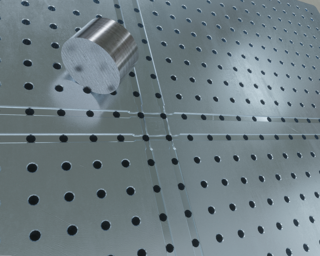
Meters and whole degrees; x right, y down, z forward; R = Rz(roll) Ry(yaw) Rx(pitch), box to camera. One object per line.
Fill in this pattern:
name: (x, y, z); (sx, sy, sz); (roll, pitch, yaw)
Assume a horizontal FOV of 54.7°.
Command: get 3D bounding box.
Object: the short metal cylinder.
short metal cylinder: (-0.074, -0.089, 0.389); (0.080, 0.080, 0.050); (35, 51, -6)
